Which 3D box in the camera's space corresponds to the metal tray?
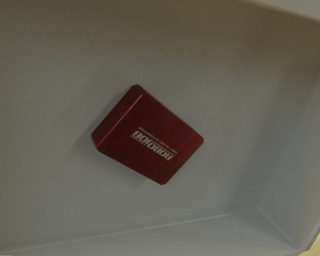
[{"bbox_3d":[-0.012,0.014,0.409,0.090,0.030,0.130,-49,129,6],"label":"metal tray"}]
